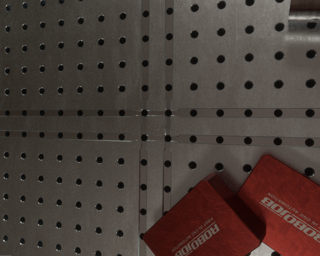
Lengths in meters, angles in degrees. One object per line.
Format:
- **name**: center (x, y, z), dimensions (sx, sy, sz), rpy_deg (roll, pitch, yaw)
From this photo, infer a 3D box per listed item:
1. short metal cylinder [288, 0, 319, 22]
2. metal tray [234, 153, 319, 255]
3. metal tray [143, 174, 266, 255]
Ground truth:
- **short metal cylinder**: center (0.167, -0.153, 0.325), dimensions (0.050, 0.080, 0.079), rpy_deg (8, 93, 19)
- **metal tray**: center (0.154, 0.099, 0.356), dimensions (0.130, 0.030, 0.090), rpy_deg (33, 100, 16)
- **metal tray**: center (0.048, 0.129, 0.374), dimensions (0.090, 0.030, 0.129), rpy_deg (48, 119, 15)
